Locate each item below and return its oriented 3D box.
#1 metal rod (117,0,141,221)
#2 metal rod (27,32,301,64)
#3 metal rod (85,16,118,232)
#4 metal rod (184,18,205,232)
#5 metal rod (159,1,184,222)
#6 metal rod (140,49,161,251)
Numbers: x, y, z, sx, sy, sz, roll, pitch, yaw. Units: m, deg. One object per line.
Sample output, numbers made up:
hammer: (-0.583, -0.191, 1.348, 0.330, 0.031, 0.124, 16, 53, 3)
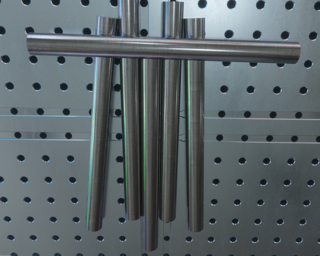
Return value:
metal rod: (-0.038, -0.010, 0.410, 0.025, 0.025, 0.298, 1, 110, 0)
metal rod: (0.005, -0.091, 0.353, 0.302, 0.025, 0.025, 2, 110, -1)
metal rod: (-0.081, 0.009, 0.415, 0.025, 0.025, 0.298, 7, 110, -3)
metal rod: (0.047, 0.010, 0.418, 0.025, 0.025, 0.298, -2, 110, 1)
metal rod: (0.013, -0.007, 0.412, 0.025, 0.025, 0.298, 1, 110, 0)
metal rod: (-0.013, 0.043, 0.429, 0.025, 0.025, 0.298, 1, 111, 0)
